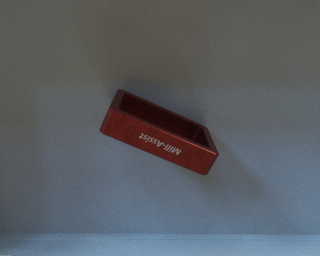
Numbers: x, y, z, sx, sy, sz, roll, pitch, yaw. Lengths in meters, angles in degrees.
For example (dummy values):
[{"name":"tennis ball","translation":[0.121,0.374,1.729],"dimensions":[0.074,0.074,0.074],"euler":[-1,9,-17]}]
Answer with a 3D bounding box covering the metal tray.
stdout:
[{"name":"metal tray","translation":[0.000,0.002,0.374],"dimensions":[0.131,0.090,0.030],"euler":[23,108,-9]}]
